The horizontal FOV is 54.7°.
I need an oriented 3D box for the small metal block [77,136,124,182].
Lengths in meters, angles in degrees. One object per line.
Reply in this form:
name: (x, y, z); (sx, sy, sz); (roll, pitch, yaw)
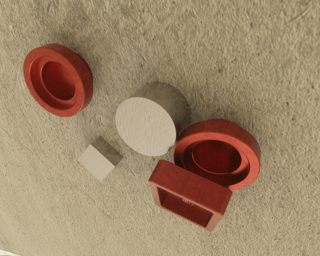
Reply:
small metal block: (-0.093, 0.048, 0.484); (0.050, 0.025, 0.050); (43, 129, -2)

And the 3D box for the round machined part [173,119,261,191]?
round machined part: (0.068, 0.028, 0.367); (0.098, 0.042, 0.097); (10, 133, 12)

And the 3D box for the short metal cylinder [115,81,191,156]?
short metal cylinder: (-0.008, -0.012, 0.386); (0.080, 0.050, 0.079); (13, 124, 21)

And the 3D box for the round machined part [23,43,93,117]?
round machined part: (-0.132, -0.067, 0.422); (0.098, 0.042, 0.097); (13, 124, 20)

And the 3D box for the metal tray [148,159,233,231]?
metal tray: (0.036, 0.092, 0.400); (0.090, 0.030, 0.130); (23, 157, 14)
